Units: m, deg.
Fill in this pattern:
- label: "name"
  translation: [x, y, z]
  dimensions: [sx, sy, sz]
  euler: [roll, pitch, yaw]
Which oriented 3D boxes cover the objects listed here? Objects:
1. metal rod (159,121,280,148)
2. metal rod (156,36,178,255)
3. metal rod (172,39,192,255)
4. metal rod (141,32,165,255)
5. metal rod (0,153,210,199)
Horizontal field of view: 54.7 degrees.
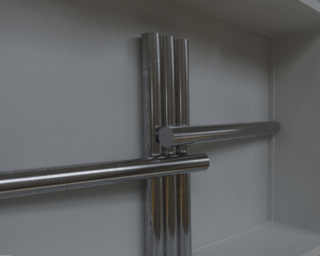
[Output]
- label: "metal rod"
  translation: [0.112, 0.005, 0.479]
  dimensions: [0.302, 0.025, 0.025]
  euler: [-3, 92, -46]
- label: "metal rod"
  translation: [0.010, 0.029, 0.415]
  dimensions: [0.025, 0.025, 0.298]
  euler: [-2, 91, -40]
- label: "metal rod"
  translation: [0.030, 0.028, 0.432]
  dimensions: [0.025, 0.025, 0.298]
  euler: [-2, 91, -40]
- label: "metal rod"
  translation: [-0.009, 0.030, 0.399]
  dimensions: [0.025, 0.025, 0.298]
  euler: [-2, 91, -40]
- label: "metal rod"
  translation: [-0.067, 0.049, 0.329]
  dimensions: [0.303, 0.025, 0.025]
  euler: [-2, 91, -34]
